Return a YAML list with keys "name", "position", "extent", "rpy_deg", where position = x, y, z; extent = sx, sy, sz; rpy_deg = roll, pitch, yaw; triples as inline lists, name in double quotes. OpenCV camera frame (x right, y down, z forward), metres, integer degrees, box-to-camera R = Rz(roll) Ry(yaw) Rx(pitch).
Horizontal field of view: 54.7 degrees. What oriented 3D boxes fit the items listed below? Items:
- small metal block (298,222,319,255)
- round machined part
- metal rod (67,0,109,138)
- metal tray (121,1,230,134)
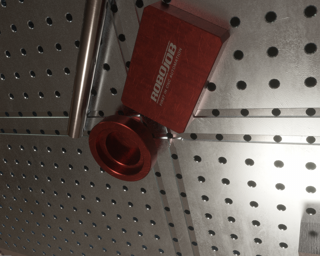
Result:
- name: "small metal block"
  position: [0.200, 0.145, 0.379]
  extent: [0.050, 0.050, 0.025]
  rpy_deg: [-4, 116, 30]
- name: "round machined part"
  position: [-0.048, 0.024, 0.439]
  extent: [0.098, 0.042, 0.097]
  rpy_deg: [13, 124, 20]
- name: "metal rod"
  position: [-0.090, -0.103, 0.392]
  extent: [0.025, 0.025, 0.298]
  rpy_deg: [29, 128, 10]
- name: "metal tray"
  position: [0.012, -0.066, 0.360]
  extent: [0.090, 0.030, 0.129]
  rpy_deg: [28, 128, 10]
